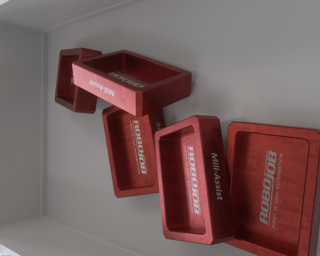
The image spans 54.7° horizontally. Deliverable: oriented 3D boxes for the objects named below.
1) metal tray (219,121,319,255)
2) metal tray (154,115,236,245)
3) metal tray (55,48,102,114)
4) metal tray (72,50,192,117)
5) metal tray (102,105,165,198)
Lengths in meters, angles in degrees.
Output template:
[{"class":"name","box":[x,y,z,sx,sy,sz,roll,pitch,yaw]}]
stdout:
[{"class":"metal tray","box":[0.111,0.061,0.311,0.090,0.030,0.129,8,95,39]},{"class":"metal tray","box":[0.034,0.058,0.350,0.090,0.030,0.129,-23,69,55]},{"class":"metal tray","box":[-0.131,-0.076,0.485,0.130,0.030,0.089,20,104,57]},{"class":"metal tray","box":[-0.037,-0.062,0.391,0.130,0.091,0.030,28,129,36]},{"class":"metal tray","box":[-0.032,0.026,0.430,0.090,0.030,0.129,-17,79,38]}]
